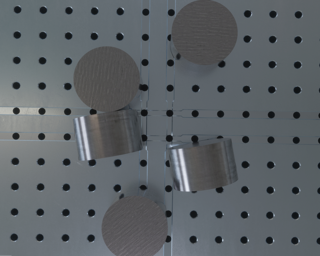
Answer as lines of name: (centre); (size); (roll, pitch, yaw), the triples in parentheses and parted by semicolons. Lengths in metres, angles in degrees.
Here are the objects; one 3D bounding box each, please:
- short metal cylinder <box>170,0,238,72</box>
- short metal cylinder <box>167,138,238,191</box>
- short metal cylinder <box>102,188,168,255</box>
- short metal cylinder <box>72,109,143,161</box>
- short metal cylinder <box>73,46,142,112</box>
short metal cylinder: (0.054, -0.116, 0.401); (0.081, 0.050, 0.079); (0, 90, 0)
short metal cylinder: (0.053, 0.044, 0.386); (0.080, 0.080, 0.050); (-10, 90, 0)
short metal cylinder: (-0.031, 0.122, 0.401); (0.081, 0.050, 0.079); (0, 90, 0)
short metal cylinder: (-0.064, 0.008, 0.385); (0.080, 0.080, 0.050); (-9, 90, 0)
short metal cylinder: (-0.065, -0.059, 0.400); (0.081, 0.050, 0.079); (0, 90, 0)
